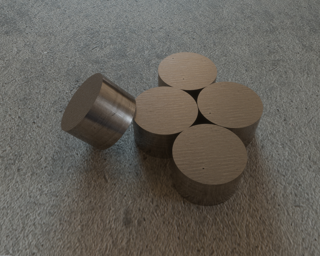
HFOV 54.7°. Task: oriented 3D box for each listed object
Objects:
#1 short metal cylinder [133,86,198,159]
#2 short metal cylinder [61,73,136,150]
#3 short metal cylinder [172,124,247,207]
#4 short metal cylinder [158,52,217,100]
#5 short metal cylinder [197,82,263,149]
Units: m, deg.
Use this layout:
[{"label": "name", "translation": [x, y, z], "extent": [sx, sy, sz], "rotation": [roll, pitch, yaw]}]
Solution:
[{"label": "short metal cylinder", "translation": [0.006, -0.007, 0.394], "extent": [0.080, 0.050, 0.080], "rotation": [0, 50, 0]}, {"label": "short metal cylinder", "translation": [-0.075, -0.020, 0.378], "extent": [0.080, 0.050, 0.080], "rotation": [-33, 39, 32]}, {"label": "short metal cylinder", "translation": [0.054, 0.042, 0.354], "extent": [0.080, 0.050, 0.080], "rotation": [0, 50, 0]}, {"label": "short metal cylinder", "translation": [0.038, -0.063, 0.442], "extent": [0.080, 0.050, 0.080], "rotation": [0, 50, 0]}, {"label": "short metal cylinder", "translation": [0.086, -0.015, 0.401], "extent": [0.080, 0.050, 0.080], "rotation": [0, 50, 0]}]
